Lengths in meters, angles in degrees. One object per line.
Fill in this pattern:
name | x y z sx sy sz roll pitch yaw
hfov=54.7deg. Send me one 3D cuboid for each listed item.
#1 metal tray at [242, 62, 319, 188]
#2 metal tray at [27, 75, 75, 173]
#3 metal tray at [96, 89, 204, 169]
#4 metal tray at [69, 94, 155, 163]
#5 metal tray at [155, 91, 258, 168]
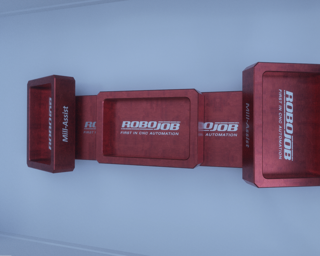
metal tray | 0.138 -0.003 0.337 0.091 0.030 0.129 0 90 -9
metal tray | -0.157 -0.006 0.443 0.090 0.030 0.129 1 90 45
metal tray | -0.014 0.000 0.379 0.130 0.030 0.089 1 90 20
metal tray | -0.063 0.000 0.430 0.130 0.030 0.089 0 90 20
metal tray | 0.059 0.001 0.386 0.130 0.030 0.089 0 90 20
